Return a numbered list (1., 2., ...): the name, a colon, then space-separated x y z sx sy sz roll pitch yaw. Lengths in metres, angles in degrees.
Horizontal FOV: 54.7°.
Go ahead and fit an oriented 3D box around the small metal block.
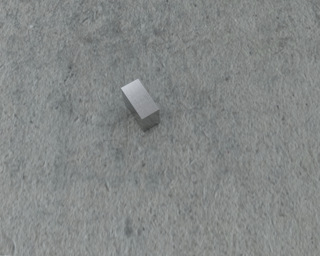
1. small metal block: -0.025 -0.028 0.405 0.025 0.050 0.050 -31 73 -11
